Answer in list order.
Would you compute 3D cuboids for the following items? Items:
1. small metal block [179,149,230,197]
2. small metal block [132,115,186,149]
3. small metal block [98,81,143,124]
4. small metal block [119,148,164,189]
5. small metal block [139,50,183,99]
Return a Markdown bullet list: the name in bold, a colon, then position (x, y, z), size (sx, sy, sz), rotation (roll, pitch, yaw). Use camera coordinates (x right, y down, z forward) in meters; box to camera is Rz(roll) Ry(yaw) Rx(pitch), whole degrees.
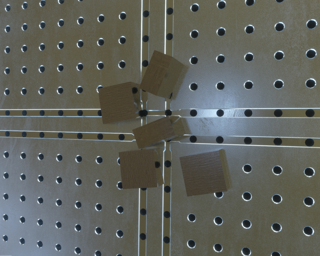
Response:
- **small metal block**: position (0.057, 0.056, 0.392), size (0.050, 0.025, 0.050), rotation (-12, 86, 19)
- **small metal block**: position (0.000, 0.005, 0.398), size (0.050, 0.050, 0.025), rotation (-21, 83, 18)
- **small metal block**: position (-0.055, -0.034, 0.431), size (0.050, 0.025, 0.050), rotation (-9, 87, 19)
- **small metal block**: position (-0.025, 0.055, 0.421), size (0.050, 0.025, 0.050), rotation (-7, 88, 19)
- **small metal block**: position (0.003, -0.067, 0.397), size (0.025, 0.050, 0.050), rotation (25, 98, 18)
